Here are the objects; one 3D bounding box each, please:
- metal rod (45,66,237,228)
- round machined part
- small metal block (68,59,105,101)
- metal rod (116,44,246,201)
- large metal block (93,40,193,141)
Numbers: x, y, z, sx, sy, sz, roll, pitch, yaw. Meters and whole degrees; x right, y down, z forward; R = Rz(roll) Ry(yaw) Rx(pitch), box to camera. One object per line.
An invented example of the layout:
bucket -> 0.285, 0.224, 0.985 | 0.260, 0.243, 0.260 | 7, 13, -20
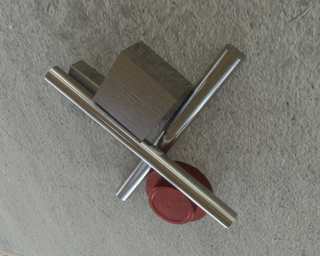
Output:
metal rod -> -0.025, 0.024, 0.402 | 0.300, 0.025, 0.025 | 39, 129, 1
round machined part -> 0.023, 0.099, 0.444 | 0.098, 0.042, 0.097 | 13, 124, 20
small metal block -> -0.101, -0.057, 0.426 | 0.050, 0.025, 0.050 | 37, 129, 3
metal rod -> 0.009, 0.014, 0.413 | 0.025, 0.025, 0.298 | 38, 129, 2
large metal block -> -0.022, -0.045, 0.376 | 0.080, 0.050, 0.080 | 41, 129, 0
